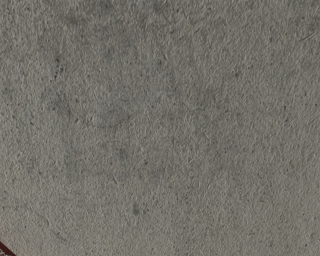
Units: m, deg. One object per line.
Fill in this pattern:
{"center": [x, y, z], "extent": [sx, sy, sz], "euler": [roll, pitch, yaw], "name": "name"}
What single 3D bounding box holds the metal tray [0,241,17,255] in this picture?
{"center": [-0.279, 0.217, 0.484], "extent": [0.090, 0.030, 0.130], "euler": [-34, 107, 11], "name": "metal tray"}
